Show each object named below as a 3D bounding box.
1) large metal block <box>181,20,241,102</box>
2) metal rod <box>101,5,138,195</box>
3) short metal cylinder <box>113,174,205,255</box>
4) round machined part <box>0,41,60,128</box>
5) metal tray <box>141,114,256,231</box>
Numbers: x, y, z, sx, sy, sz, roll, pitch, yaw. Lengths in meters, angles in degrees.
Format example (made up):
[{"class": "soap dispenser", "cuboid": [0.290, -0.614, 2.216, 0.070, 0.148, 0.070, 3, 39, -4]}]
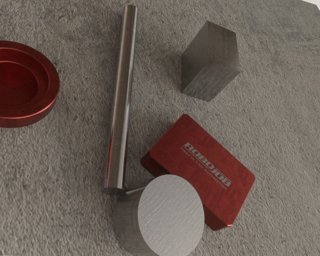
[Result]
[{"class": "large metal block", "cuboid": [0.073, -0.099, 0.470, 0.050, 0.080, 0.080, 16, 55, -20]}, {"class": "metal rod", "cuboid": [-0.049, -0.059, 0.414, 0.025, 0.025, 0.299, 15, 56, -21]}, {"class": "short metal cylinder", "cuboid": [-0.001, 0.092, 0.322, 0.081, 0.050, 0.080, 14, 65, -32]}, {"class": "round machined part", "cuboid": [-0.162, -0.042, 0.332, 0.099, 0.042, 0.098, 14, 56, -21]}, {"class": "metal tray", "cuboid": [0.052, 0.054, 0.397, 0.130, 0.030, 0.090, 43, 51, 1]}]
